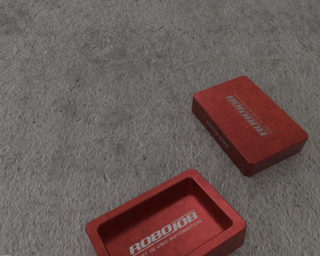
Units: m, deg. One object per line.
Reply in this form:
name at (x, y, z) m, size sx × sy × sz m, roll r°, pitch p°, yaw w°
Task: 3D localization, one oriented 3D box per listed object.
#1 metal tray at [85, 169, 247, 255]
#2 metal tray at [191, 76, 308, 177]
metal tray at (0.005, 0.103, 0.302) m, size 0.131 × 0.030 × 0.090 m, roll -25°, pitch 43°, yaw -20°
metal tray at (0.113, -0.008, 0.408) m, size 0.091 × 0.030 × 0.130 m, roll -22°, pitch 53°, yaw -18°
